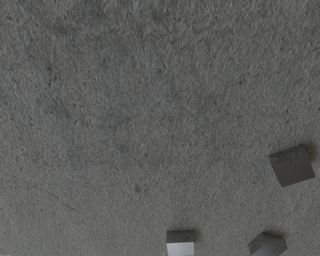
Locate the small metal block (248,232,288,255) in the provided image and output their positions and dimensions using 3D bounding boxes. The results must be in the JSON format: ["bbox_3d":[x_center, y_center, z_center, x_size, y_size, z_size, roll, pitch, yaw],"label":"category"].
[{"bbox_3d":[0.211,0.232,0.607,0.050,0.025,0.050,17,128,-14],"label":"small metal block"}]

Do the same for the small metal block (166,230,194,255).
[{"bbox_3d":[0.039,0.223,0.597,0.050,0.025,0.050,-4,130,3],"label":"small metal block"}]

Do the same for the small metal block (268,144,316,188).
[{"bbox_3d":[0.195,0.057,0.457,0.050,0.025,0.050,-23,127,18],"label":"small metal block"}]
